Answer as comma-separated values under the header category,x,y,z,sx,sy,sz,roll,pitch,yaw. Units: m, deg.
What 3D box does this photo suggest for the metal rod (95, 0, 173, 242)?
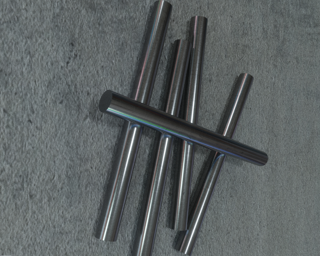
category,x,y,z,sx,sy,sz,roll,pitch,yaw
metal rod,-0.029,-0.017,0.380,0.025,0.025,0.299,21,77,-38

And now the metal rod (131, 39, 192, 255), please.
category,x,y,z,sx,sy,sz,roll,pitch,yaw
metal rod,0.003,0.027,0.407,0.025,0.025,0.299,19,78,-39

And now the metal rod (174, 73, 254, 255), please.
category,x,y,z,sx,sy,sz,roll,pitch,yaw
metal rod,0.089,0.044,0.479,0.025,0.025,0.300,37,67,-34

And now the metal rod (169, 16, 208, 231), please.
category,x,y,z,sx,sy,sz,roll,pitch,yaw
metal rod,0.041,-0.010,0.438,0.025,0.025,0.298,11,83,-40

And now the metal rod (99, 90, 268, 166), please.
category,x,y,z,sx,sy,sz,roll,pitch,yaw
metal rod,0.055,0.011,0.416,0.302,0.025,0.025,19,78,-38
